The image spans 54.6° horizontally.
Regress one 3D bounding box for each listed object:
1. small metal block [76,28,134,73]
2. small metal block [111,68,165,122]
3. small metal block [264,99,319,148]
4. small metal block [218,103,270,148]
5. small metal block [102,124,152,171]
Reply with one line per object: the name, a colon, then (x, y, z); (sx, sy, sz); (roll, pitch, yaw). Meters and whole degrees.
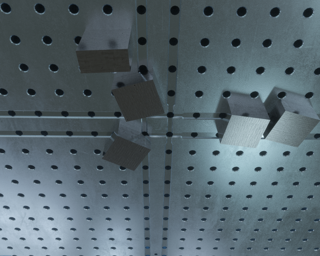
small metal block: (-0.056, -0.082, 0.325); (0.050, 0.050, 0.025); (-2, 130, 1)
small metal block: (-0.025, -0.039, 0.378); (0.050, 0.025, 0.050); (-12, 129, 10)
small metal block: (0.170, -0.005, 0.408); (0.050, 0.025, 0.050); (14, 129, -12)
small metal block: (0.109, -0.003, 0.410); (0.050, 0.025, 0.050); (7, 130, -6)
small metal block: (-0.046, 0.028, 0.435); (0.050, 0.025, 0.050); (24, 126, -19)
